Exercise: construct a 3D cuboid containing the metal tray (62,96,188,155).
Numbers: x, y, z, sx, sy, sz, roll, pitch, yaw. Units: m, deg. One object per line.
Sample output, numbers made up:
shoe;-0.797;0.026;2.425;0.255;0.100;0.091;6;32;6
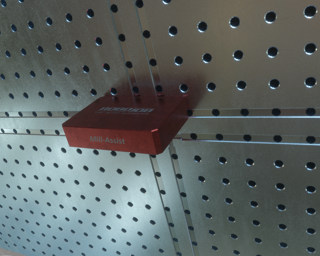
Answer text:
metal tray;-0.041;-0.008;0.384;0.130;0.090;0.030;3;120;26
